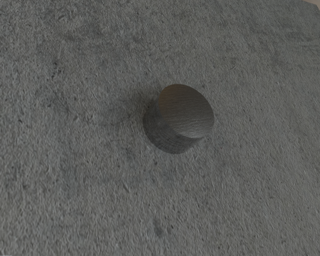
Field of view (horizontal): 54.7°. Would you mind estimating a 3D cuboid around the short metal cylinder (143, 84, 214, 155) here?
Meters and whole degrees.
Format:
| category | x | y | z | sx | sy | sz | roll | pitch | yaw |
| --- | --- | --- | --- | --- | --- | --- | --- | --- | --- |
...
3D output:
| category | x | y | z | sx | sy | sz | roll | pitch | yaw |
| --- | --- | --- | --- | --- | --- | --- | --- | --- | --- |
| short metal cylinder | 0.024 | -0.011 | 0.411 | 0.081 | 0.050 | 0.080 | 14 | 56 | -21 |
